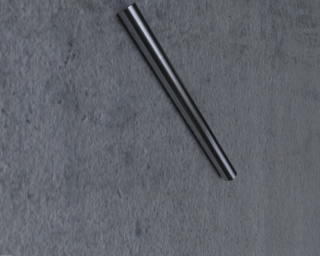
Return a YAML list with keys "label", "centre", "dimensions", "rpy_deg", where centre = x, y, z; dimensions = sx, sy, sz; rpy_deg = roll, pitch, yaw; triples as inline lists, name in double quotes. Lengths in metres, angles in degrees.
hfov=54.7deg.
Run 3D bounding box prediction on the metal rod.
- label: "metal rod"
  centre: [0.036, -0.034, 0.437]
  dimensions: [0.025, 0.025, 0.299]
  rpy_deg: [-50, 120, -28]
